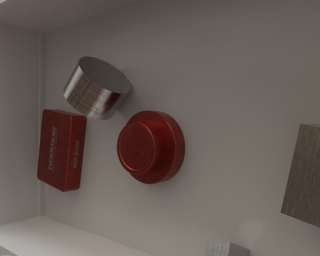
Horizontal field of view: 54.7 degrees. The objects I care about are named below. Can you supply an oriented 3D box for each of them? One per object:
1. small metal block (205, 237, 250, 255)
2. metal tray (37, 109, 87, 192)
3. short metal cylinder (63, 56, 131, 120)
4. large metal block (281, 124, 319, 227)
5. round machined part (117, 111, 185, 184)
[{"bbox_3d":[0.068,0.146,0.322,0.025,0.050,0.050,-3,63,39],"label":"small metal block"},{"bbox_3d":[-0.174,0.036,0.544,0.090,0.030,0.129,12,98,39],"label":"metal tray"},{"bbox_3d":[-0.089,-0.057,0.442,0.080,0.081,0.050,52,120,27],"label":"short metal cylinder"},{"bbox_3d":[0.158,0.043,0.260,0.080,0.050,0.079,15,100,39],"label":"large metal block"},{"bbox_3d":[-0.019,0.026,0.409,0.098,0.042,0.097,0,90,39],"label":"round machined part"}]
